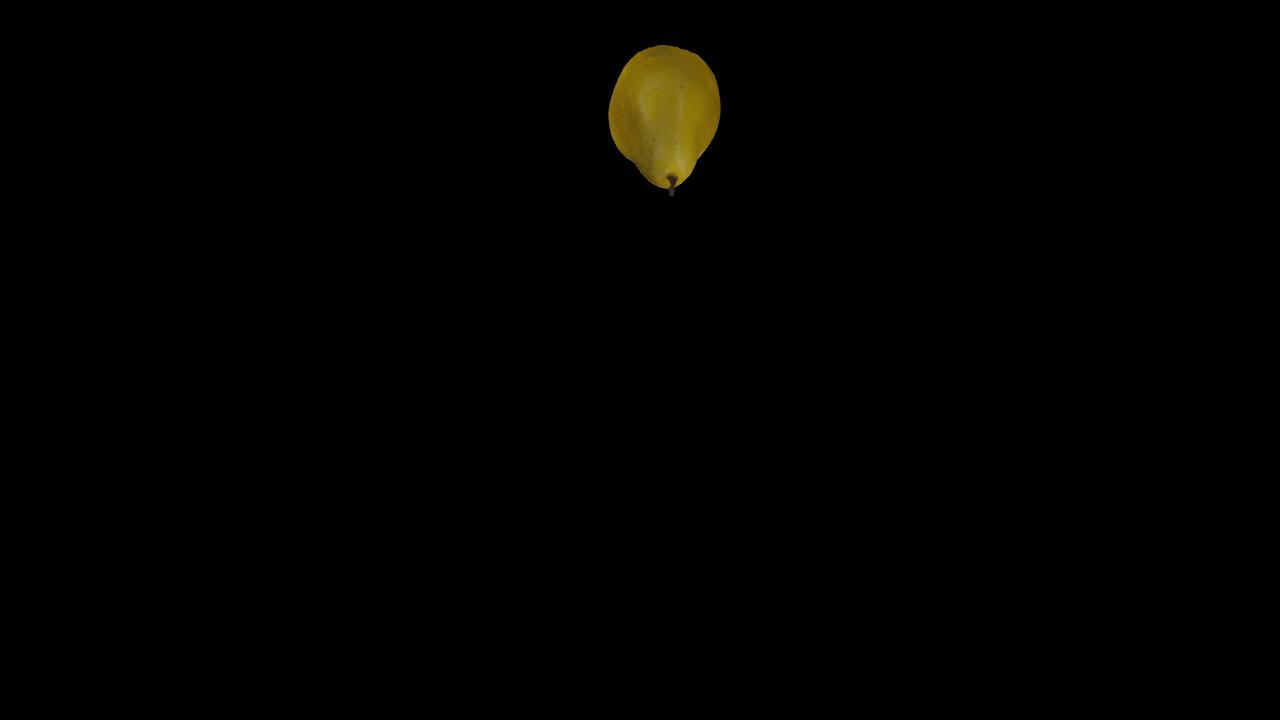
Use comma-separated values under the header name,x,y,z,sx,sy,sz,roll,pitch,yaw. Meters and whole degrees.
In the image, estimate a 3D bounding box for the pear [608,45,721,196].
name,x,y,z,sx,sy,sz,roll,pitch,yaw
pear,0.019,-0.144,0.403,0.080,0.111,0.080,-3,-19,-1
